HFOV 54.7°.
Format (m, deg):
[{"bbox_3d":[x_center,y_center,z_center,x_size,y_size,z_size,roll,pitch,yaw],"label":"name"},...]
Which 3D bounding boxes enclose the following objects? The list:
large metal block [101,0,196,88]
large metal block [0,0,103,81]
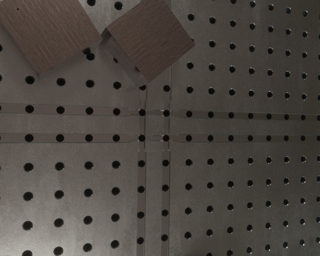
[{"bbox_3d":[-0.017,-0.110,0.394,0.080,0.050,0.080,-42,104,-15],"label":"large metal block"},{"bbox_3d":[-0.126,-0.112,0.353,0.080,0.050,0.080,-36,102,-17],"label":"large metal block"}]
